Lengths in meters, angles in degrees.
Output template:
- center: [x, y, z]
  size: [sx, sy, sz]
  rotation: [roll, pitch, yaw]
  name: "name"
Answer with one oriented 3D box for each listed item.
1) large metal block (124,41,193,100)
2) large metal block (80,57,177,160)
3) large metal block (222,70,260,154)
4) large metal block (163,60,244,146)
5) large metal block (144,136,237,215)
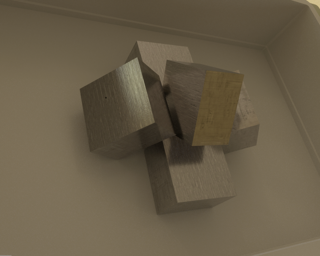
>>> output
- center: [0.004, -0.069, 0.429]
  size: [0.081, 0.050, 0.080]
  rotation: [-2, 63, -29]
  name: "large metal block"
- center: [-0.037, -0.019, 0.350]
  size: [0.050, 0.080, 0.080]
  rotation: [30, 40, -58]
  name: "large metal block"
- center: [0.095, -0.018, 0.422]
  size: [0.050, 0.080, 0.080]
  rotation: [-16, 65, 7]
  name: "large metal block"
- center: [0.043, -0.031, 0.359]
  size: [0.050, 0.079, 0.080]
  rotation: [0, 18, -30]
  name: "large metal block"
- center: [0.035, 0.054, 0.374]
  size: [0.081, 0.050, 0.080]
  rotation: [1, 62, -28]
  name: "large metal block"
